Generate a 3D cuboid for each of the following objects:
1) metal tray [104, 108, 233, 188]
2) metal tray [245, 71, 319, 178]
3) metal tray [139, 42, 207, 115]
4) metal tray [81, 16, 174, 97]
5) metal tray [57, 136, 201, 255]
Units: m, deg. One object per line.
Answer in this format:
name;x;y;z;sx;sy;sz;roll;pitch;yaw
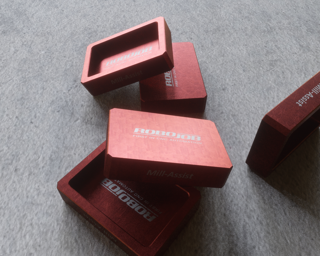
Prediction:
metal tray;0.006;0.021;0.350;0.131;0.030;0.090;7;34;-12
metal tray;0.163;-0.008;0.369;0.131;0.089;0.030;-34;58;-25
metal tray;0.014;-0.078;0.465;0.091;0.030;0.130;-4;50;-4
metal tray;-0.048;-0.105;0.453;0.130;0.030;0.090;-16;50;16
metal tray;-0.033;0.074;0.337;0.130;0.030;0.090;31;56;23
